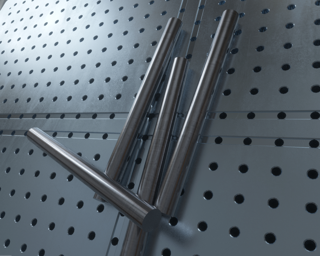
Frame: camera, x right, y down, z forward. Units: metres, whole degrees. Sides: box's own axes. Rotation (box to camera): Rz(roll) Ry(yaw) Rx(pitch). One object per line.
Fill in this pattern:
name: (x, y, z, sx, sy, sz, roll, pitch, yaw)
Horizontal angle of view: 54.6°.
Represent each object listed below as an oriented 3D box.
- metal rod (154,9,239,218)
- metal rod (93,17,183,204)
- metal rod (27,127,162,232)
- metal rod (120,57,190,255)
metal rod: (0.053, -0.034, 0.401, 0.025, 0.025, 0.300, 8, 65, 31)
metal rod: (-0.024, -0.038, 0.444, 0.025, 0.025, 0.300, 7, 65, 31)
metal rod: (-0.108, 0.051, 0.409, 0.300, 0.025, 0.025, 22, 73, 44)
metal rod: (-0.004, 0.037, 0.388, 0.025, 0.025, 0.300, 1, 62, 28)
